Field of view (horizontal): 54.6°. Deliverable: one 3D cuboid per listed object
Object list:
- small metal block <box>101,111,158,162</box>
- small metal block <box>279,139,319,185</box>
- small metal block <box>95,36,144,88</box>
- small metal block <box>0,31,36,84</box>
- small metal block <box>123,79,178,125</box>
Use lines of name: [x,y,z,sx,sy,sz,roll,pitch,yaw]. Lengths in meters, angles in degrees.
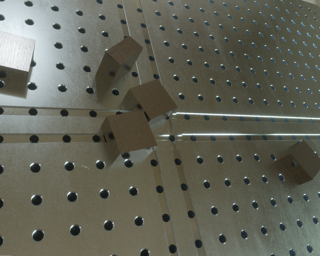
small metal block: [-0.038,0.010,0.381,0.050,0.025,0.050,-10,67,-32]
small metal block: [0.227,0.054,0.497,0.050,0.025,0.050,-32,80,-38]
small metal block: [-0.055,-0.089,0.416,0.025,0.050,0.050,42,51,0]
small metal block: [-0.178,-0.084,0.363,0.050,0.025,0.050,11,57,-22]
small metal block: [-0.013,-0.034,0.421,0.050,0.025,0.050,-26,76,-37]
